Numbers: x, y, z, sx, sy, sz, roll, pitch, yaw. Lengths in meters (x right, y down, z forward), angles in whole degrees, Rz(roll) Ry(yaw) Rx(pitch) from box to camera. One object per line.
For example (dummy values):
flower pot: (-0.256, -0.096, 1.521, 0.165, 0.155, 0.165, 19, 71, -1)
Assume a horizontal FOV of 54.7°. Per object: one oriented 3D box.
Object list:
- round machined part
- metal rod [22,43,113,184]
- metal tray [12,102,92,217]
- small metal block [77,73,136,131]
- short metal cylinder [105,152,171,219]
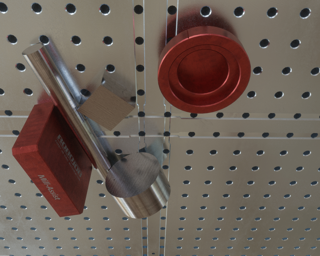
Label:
round machined part: (0.047, -0.067, 0.344, 0.099, 0.042, 0.097, -1, 130, 0)
metal rod: (-0.096, 0.023, 0.429, 0.025, 0.025, 0.299, -13, 129, 10)
metal tray: (-0.131, 0.042, 0.402, 0.030, 0.090, 0.129, -10, 130, 8)
small metal block: (-0.066, -0.031, 0.385, 0.050, 0.025, 0.050, 34, 122, -26)
short metal cylinder: (-0.031, 0.081, 0.444, 0.080, 0.080, 0.050, -14, 129, 11)
